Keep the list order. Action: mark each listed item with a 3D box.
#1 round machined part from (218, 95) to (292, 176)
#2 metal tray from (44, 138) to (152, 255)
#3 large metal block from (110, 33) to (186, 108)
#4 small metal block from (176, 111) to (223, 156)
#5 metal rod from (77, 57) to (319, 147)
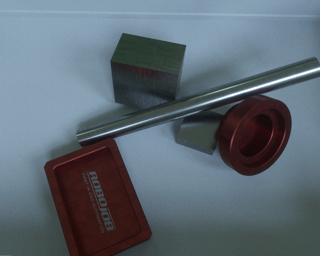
[{"bbox_3d":[0.111,0.006,0.381,0.098,0.098,0.042,-37,35,-13],"label":"round machined part"},{"bbox_3d":[-0.074,0.087,0.371,0.091,0.030,0.130,-22,70,-9],"label":"metal tray"},{"bbox_3d":[-0.015,-0.068,0.400,0.080,0.080,0.050,12,58,4],"label":"large metal block"},{"bbox_3d":[0.054,0.002,0.410,0.050,0.025,0.050,19,71,6],"label":"small metal block"},{"bbox_3d":[0.040,-0.029,0.383,0.301,0.025,0.025,-17,71,8],"label":"metal rod"}]
